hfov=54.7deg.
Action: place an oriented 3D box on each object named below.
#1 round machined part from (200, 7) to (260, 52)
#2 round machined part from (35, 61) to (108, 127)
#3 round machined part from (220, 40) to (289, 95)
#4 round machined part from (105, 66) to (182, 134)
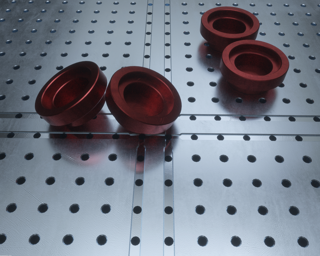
[{"bbox_3d":[0.119,-0.167,0.539,0.099,0.042,0.098,0,50,0],"label":"round machined part"},{"bbox_3d":[-0.112,-0.041,0.414,0.098,0.042,0.098,-16,46,18],"label":"round machined part"},{"bbox_3d":[0.140,-0.089,0.473,0.099,0.042,0.098,0,50,0],"label":"round machined part"},{"bbox_3d":[-0.025,-0.032,0.408,0.099,0.042,0.098,15,49,-18],"label":"round machined part"}]
